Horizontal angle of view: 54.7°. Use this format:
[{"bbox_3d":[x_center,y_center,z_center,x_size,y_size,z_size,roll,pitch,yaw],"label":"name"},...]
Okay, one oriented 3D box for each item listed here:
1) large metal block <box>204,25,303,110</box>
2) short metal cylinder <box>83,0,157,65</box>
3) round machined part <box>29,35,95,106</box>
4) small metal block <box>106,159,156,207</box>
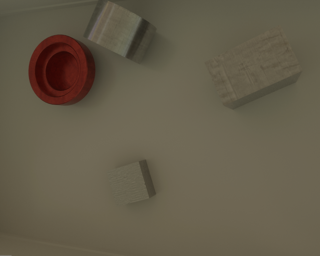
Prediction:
[{"bbox_3d":[0.104,-0.061,0.344,0.080,0.080,0.050,-24,82,18],"label":"large metal block"},{"bbox_3d":[-0.051,-0.122,0.398,0.080,0.080,0.050,29,100,17],"label":"short metal cylinder"},{"bbox_3d":[-0.136,-0.081,0.448,0.098,0.042,0.097,0,90,19],"label":"round machined part"},{"bbox_3d":[-0.039,0.075,0.423,0.050,0.025,0.050,-19,84,18],"label":"small metal block"}]
